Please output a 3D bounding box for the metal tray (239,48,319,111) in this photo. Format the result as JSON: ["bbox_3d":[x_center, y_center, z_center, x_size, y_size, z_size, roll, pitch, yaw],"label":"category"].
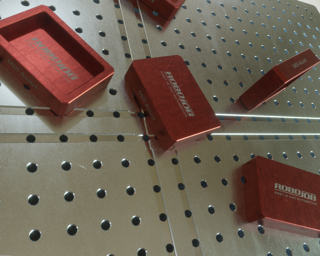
[{"bbox_3d":[0.205,-0.083,0.530,0.131,0.090,0.030,-28,77,-37],"label":"metal tray"}]

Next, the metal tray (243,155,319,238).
[{"bbox_3d":[0.185,0.100,0.446,0.131,0.030,0.090,18,55,-18],"label":"metal tray"}]

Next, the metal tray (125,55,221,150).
[{"bbox_3d":[0.018,-0.041,0.441,0.091,0.030,0.130,-16,70,-35],"label":"metal tray"}]

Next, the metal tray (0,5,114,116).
[{"bbox_3d":[-0.134,-0.087,0.386,0.130,0.030,0.090,43,51,1],"label":"metal tray"}]

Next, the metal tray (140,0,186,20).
[{"bbox_3d":[-0.013,-0.262,0.559,0.130,0.030,0.090,33,51,-7],"label":"metal tray"}]
